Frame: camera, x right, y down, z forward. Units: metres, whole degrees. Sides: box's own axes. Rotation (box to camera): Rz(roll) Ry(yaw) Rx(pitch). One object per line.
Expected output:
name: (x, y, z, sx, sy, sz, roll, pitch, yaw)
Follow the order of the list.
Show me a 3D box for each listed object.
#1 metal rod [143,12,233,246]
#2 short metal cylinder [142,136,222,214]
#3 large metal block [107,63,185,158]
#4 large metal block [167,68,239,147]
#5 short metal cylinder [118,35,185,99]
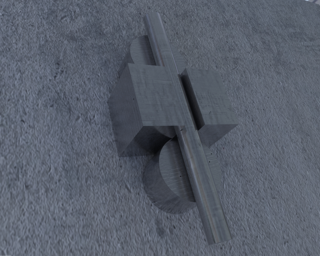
metal rod: (0.024, -0.019, 0.365, 0.025, 0.025, 0.299, -1, 62, -29)
short metal cylinder: (0.025, 0.057, 0.369, 0.081, 0.050, 0.080, 14, 56, -21)
large metal block: (-0.021, -0.019, 0.370, 0.050, 0.080, 0.080, -1, 62, -29)
large metal block: (0.047, -0.021, 0.407, 0.050, 0.080, 0.080, -1, 62, -29)
short metal cylinder: (-0.012, -0.082, 0.432, 0.081, 0.050, 0.080, 14, 56, -21)
